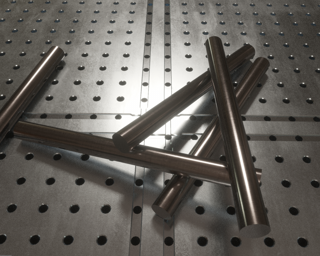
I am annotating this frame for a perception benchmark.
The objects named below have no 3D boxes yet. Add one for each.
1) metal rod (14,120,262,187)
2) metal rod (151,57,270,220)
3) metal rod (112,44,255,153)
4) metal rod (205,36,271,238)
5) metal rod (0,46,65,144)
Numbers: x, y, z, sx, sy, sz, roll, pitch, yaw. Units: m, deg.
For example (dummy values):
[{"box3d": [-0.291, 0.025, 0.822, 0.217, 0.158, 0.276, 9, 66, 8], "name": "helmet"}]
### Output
[{"box3d": [-0.040, 0.028, 0.360, 0.301, 0.025, 0.025, 10, 51, 17], "name": "metal rod"}, {"box3d": [0.082, -0.006, 0.413, 0.025, 0.025, 0.301, 26, 54, 20], "name": "metal rod"}, {"box3d": [0.053, -0.055, 0.425, 0.025, 0.025, 0.302, 33, 48, 24], "name": "metal rod"}, {"box3d": [0.079, -0.021, 0.359, 0.025, 0.025, 0.300, 1, 45, 0], "name": "metal rod"}, {"box3d": [-0.206, -0.013, 0.416, 0.025, 0.025, 0.300, 11, 51, 9], "name": "metal rod"}]
